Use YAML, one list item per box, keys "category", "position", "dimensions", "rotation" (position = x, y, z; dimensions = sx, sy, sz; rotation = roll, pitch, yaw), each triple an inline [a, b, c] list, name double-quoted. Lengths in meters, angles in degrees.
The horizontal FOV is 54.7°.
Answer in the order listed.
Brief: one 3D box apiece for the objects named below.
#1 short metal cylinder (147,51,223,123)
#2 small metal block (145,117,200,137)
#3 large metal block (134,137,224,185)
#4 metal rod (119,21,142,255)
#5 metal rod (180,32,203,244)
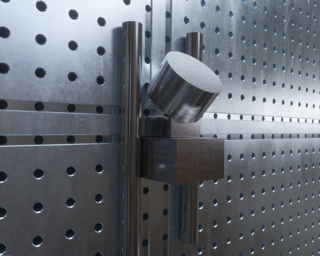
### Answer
- category: "short metal cylinder"
  position: [0.031, -0.052, 0.391]
  dimensions: [0.080, 0.050, 0.080]
  rotation: [23, 35, -17]
- category: "small metal block"
  position: [0.016, -0.001, 0.406]
  dimensions: [0.050, 0.050, 0.025]
  rotation: [2, 89, -41]
- category: "large metal block"
  position: [0.023, 0.037, 0.390]
  dimensions: [0.081, 0.080, 0.050]
  rotation: [1, 90, -40]
- category: "metal rod"
  position: [-0.036, 0.022, 0.379]
  dimensions: [0.025, 0.025, 0.298]
  rotation: [1, 90, -40]
- category: "metal rod"
  position: [0.046, 0.014, 0.447]
  dimensions: [0.025, 0.025, 0.298]
  rotation: [3, 89, -40]
